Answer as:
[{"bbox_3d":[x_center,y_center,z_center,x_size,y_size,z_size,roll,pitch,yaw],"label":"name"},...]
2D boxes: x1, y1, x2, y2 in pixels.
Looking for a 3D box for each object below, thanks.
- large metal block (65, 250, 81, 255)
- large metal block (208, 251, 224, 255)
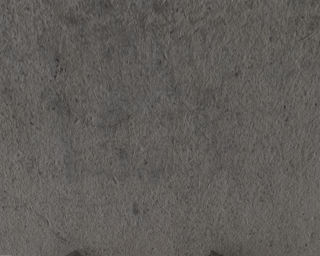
[{"bbox_3d":[-0.146,0.254,0.489,0.080,0.050,0.080,-32,107,11],"label":"large metal block"},{"bbox_3d":[0.101,0.255,0.491,0.080,0.050,0.080,25,108,-9],"label":"large metal block"}]
